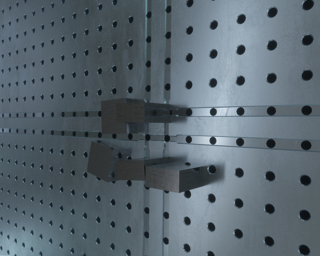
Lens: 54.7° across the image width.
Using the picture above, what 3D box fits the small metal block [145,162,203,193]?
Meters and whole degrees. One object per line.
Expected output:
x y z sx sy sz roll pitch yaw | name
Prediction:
0.018 0.059 0.377 0.050 0.050 0.025 2 91 39 | small metal block

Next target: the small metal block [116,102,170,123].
-0.022 -0.019 0.409 0.050 0.050 0.025 1 91 39 | small metal block

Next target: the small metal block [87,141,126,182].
-0.083 0.050 0.476 0.050 0.025 0.050 17 101 38 | small metal block

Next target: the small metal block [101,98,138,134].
-0.060 -0.016 0.457 0.050 0.025 0.050 -3 88 39 | small metal block

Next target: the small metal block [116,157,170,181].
-0.022 0.053 0.409 0.050 0.050 0.025 -7 86 39 | small metal block
